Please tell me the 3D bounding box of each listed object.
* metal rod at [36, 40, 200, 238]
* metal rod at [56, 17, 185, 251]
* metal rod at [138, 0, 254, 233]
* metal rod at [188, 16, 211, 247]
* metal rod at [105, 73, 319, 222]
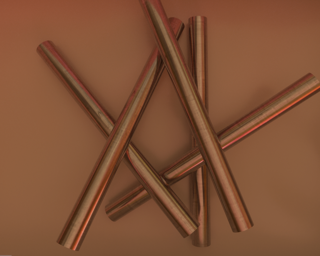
[{"bbox_3d":[-0.058,0.007,0.385,0.025,0.025,0.300,-40,80,0],"label":"metal rod"},{"bbox_3d":[-0.037,-0.009,0.365,0.025,0.025,0.300,24,71,0],"label":"metal rod"},{"bbox_3d":[0.038,-0.027,0.363,0.025,0.025,0.299,-22,83,0],"label":"metal rod"},{"bbox_3d":[0.053,0.005,0.411,0.025,0.025,0.298,-1,90,0],"label":"metal rod"},{"bbox_3d":[0.057,0.030,0.384,0.300,0.025,0.025,-34,90,11],"label":"metal rod"}]
